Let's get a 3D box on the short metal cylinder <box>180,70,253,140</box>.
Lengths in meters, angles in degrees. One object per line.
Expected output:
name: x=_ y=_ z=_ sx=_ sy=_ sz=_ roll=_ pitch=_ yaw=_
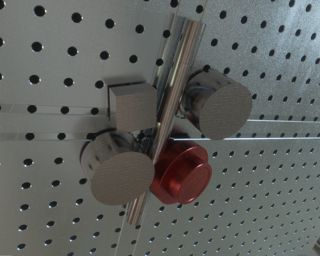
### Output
short metal cylinder: x=0.074 y=-0.031 z=0.411 sx=0.081 sy=0.050 sz=0.079 roll=-14 pitch=124 yaw=-21

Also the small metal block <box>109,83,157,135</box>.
small metal block: x=-0.032 y=-0.024 z=0.374 sx=0.050 sy=0.025 sz=0.050 roll=-11 pitch=123 yaw=-23

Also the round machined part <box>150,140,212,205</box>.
round machined part: x=0.036 y=0.070 z=0.443 sx=0.099 sy=0.042 sz=0.097 roll=-27 pitch=134 yaw=-31

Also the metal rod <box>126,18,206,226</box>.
metal rod: x=0.001 y=0.009 z=0.412 sx=0.025 sy=0.025 sz=0.298 roll=3 pitch=117 yaw=-30

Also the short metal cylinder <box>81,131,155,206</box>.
short metal cylinder: x=-0.054 y=0.050 z=0.391 sx=0.081 sy=0.050 sz=0.079 roll=-14 pitch=124 yaw=-21
